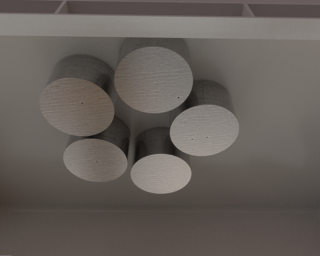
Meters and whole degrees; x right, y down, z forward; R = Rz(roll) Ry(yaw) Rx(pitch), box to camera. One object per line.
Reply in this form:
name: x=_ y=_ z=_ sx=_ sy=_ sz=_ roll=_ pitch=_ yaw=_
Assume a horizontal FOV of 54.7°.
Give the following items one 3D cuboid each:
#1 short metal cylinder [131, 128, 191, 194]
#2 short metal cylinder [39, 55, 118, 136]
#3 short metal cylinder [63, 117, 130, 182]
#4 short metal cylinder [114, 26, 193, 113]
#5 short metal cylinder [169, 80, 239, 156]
short metal cylinder: x=0.001 y=0.046 z=0.429 sx=0.081 sy=0.050 sz=0.079 roll=0 pitch=130 yaw=0
short metal cylinder: x=-0.090 y=-0.037 z=0.358 sx=0.081 sy=0.050 sz=0.079 roll=0 pitch=130 yaw=0
short metal cylinder: x=-0.082 y=0.027 z=0.412 sx=0.081 sy=0.050 sz=0.079 roll=0 pitch=130 yaw=0
short metal cylinder: x=-0.006 y=-0.063 z=0.336 sx=0.081 sy=0.050 sz=0.079 roll=0 pitch=130 yaw=0
short metal cylinder: x=0.052 y=-0.011 z=0.381 sx=0.081 sy=0.050 sz=0.079 roll=0 pitch=130 yaw=0
